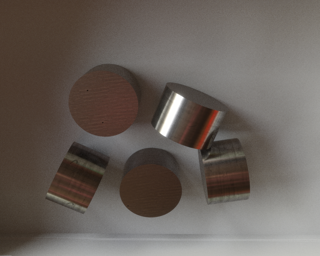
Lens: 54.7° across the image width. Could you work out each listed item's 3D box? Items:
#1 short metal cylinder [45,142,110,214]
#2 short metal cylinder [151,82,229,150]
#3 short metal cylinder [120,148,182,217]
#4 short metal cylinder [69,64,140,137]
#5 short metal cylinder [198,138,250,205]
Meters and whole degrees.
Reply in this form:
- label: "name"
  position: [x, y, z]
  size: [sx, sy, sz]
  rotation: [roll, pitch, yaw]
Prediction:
- label: "short metal cylinder"
  position: [-0.105, 0.064, 0.402]
  size: [0.050, 0.080, 0.080]
  rotation: [26, 108, -10]
- label: "short metal cylinder"
  position: [0.036, -0.016, 0.376]
  size: [0.080, 0.080, 0.050]
  rotation: [20, 109, -8]
- label: "short metal cylinder"
  position: [-0.012, 0.074, 0.423]
  size: [0.081, 0.050, 0.079]
  rotation: [0, 110, -1]
- label: "short metal cylinder"
  position: [-0.066, -0.035, 0.382]
  size: [0.081, 0.050, 0.079]
  rotation: [0, 110, -1]
- label: "short metal cylinder"
  position: [0.080, 0.056, 0.402]
  size: [0.050, 0.080, 0.079]
  rotation: [-8, 110, 3]
